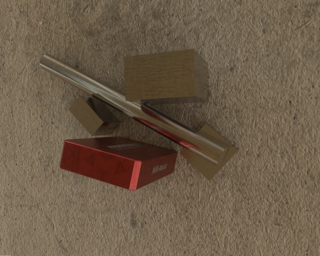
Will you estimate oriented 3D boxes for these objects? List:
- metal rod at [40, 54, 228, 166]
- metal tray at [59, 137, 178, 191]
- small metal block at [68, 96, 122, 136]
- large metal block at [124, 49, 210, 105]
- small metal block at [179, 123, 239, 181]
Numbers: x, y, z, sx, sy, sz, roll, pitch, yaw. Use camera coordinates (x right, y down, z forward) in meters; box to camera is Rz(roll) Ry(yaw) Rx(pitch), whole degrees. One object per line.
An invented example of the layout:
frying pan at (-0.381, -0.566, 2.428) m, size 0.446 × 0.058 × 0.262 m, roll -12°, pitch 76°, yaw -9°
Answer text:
metal rod at (-0.050, -0.034, 0.412) m, size 0.300 × 0.025 × 0.025 m, roll 29°, pitch 99°, yaw 22°
metal tray at (-0.041, 0.036, 0.368) m, size 0.090 × 0.130 × 0.030 m, roll 13°, pitch 95°, yaw 19°
small metal block at (-0.088, -0.016, 0.426) m, size 0.050 × 0.050 × 0.025 m, roll 46°, pitch 104°, yaw 14°
large metal block at (0.012, -0.057, 0.375) m, size 0.080 × 0.080 × 0.050 m, roll -2°, pitch 90°, yaw 19°
small metal block at (0.062, 0.029, 0.388) m, size 0.050 × 0.025 × 0.050 m, roll 43°, pitch 103°, yaw 14°
